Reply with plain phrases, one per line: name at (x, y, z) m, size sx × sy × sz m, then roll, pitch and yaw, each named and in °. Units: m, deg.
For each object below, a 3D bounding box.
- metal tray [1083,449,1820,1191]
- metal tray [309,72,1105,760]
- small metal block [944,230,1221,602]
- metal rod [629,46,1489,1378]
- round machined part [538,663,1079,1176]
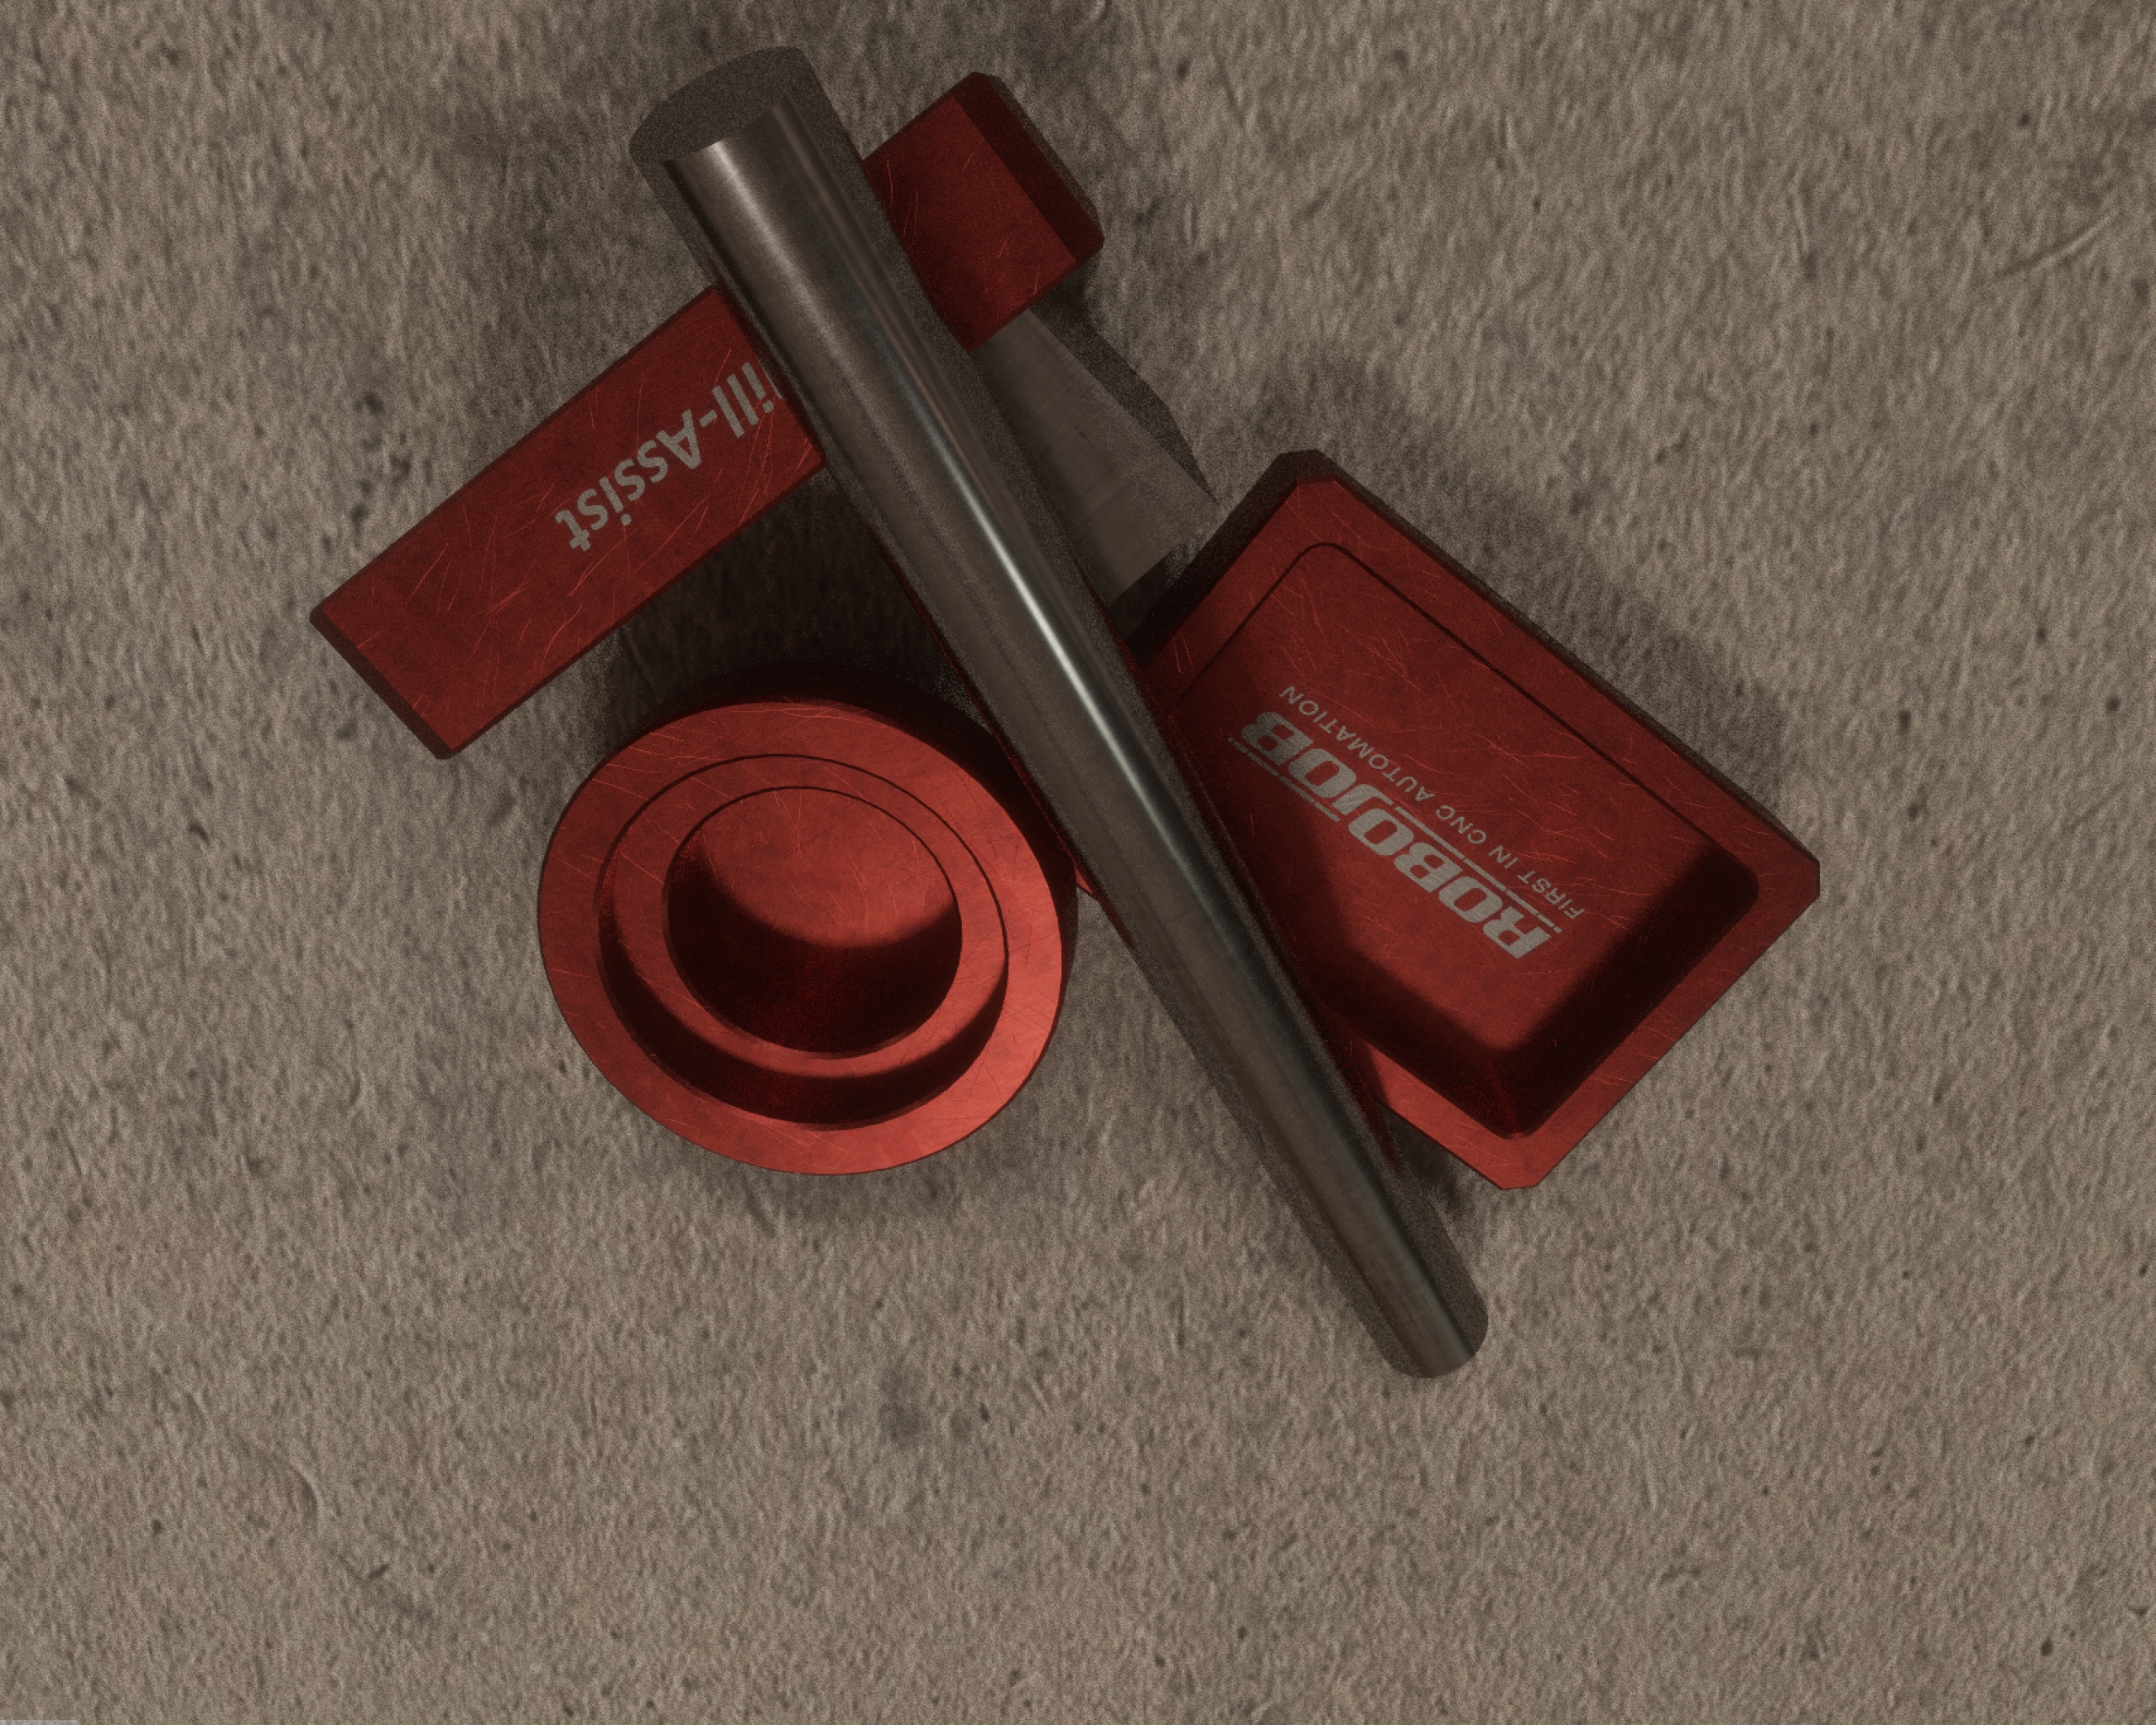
metal tray at (0.065, -0.006, 0.407) m, size 0.130 × 0.030 × 0.090 m, roll 36°, pitch 106°, yaw -13°
metal tray at (-0.057, -0.077, 0.346) m, size 0.130 × 0.090 × 0.030 m, roll -35°, pitch 107°, yaw 12°
small metal block at (-0.005, -0.080, 0.363) m, size 0.025 × 0.050 × 0.050 m, roll -40°, pitch 120°, yaw 16°
metal rod at (0.016, 0.003, 0.355) m, size 0.025 × 0.025 × 0.299 m, roll -25°, pitch 130°, yaw 8°
round machined part at (-0.049, 0.008, 0.400) m, size 0.099 × 0.042 × 0.097 m, roll 2°, pitch 113°, yaw 5°
